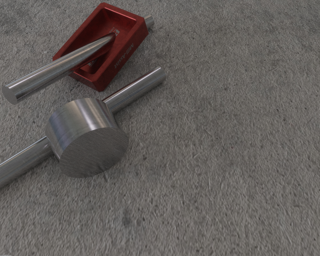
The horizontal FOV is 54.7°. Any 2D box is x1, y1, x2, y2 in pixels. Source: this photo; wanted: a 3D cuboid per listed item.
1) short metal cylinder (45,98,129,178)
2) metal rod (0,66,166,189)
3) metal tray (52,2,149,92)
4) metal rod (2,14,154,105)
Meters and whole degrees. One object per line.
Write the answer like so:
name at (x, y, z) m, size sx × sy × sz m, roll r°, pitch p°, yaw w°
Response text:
short metal cylinder at (-0.084, 0.012, 0.357) m, size 0.081 × 0.080 × 0.050 m, roll -24°, pitch 54°, yaw -19°
metal rod at (-0.107, -0.002, 0.404) m, size 0.302 × 0.025 × 0.025 m, roll -37°, pitch 59°, yaw -27°
metal tray at (-0.090, -0.128, 0.481) m, size 0.090 × 0.030 × 0.130 m, roll 29°, pitch 74°, yaw 22°
metal rod at (-0.099, -0.117, 0.467) m, size 0.025 × 0.025 × 0.302 m, roll 26°, pitch 44°, yaw 20°
